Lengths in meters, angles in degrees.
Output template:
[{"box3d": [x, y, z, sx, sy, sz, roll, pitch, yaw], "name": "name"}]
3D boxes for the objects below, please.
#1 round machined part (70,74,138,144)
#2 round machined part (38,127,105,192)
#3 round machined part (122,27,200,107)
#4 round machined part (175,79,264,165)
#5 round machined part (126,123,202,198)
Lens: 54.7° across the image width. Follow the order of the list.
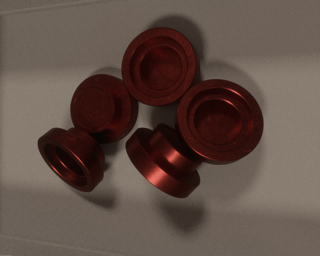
[{"box3d": [-0.084, -0.026, 0.430, 0.098, 0.042, 0.097, 0, 90, 19], "name": "round machined part"}, {"box3d": [-0.115, 0.038, 0.423, 0.098, 0.042, 0.097, 24, 139, 23], "name": "round machined part"}, {"box3d": [0.004, -0.075, 0.399, 0.098, 0.042, 0.097, 0, 90, 19], "name": "round machined part"}, {"box3d": [0.066, -0.004, 0.363, 0.099, 0.042, 0.098, 2, 71, -5], "name": "round machined part"}, {"box3d": [0.011, 0.032, 0.366, 0.098, 0.098, 0.042, 45, 106, 14], "name": "round machined part"}]
